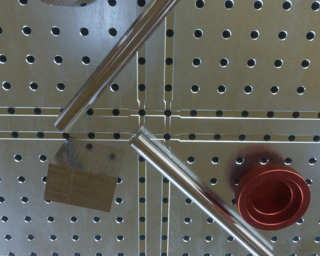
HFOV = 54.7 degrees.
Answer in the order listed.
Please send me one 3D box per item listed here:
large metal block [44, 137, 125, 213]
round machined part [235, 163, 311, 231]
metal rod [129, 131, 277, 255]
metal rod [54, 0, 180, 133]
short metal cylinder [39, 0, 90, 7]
[{"bbox_3d":[-0.095,0.058,0.404,0.081,0.080,0.050,13,110,-5],"label":"large metal block"},{"bbox_3d":[0.156,0.093,0.441,0.099,0.042,0.097,0,110,-1],"label":"round machined part"},{"bbox_3d":[0.072,0.113,0.456,0.025,0.025,0.300,-43,105,14],"label":"metal rod"},{"bbox_3d":[-0.031,-0.108,0.373,0.025,0.025,0.299,39,105,-14],"label":"metal rod"},{"bbox_3d":[-0.106,-0.174,0.334,0.081,0.050,0.079,0,110,-1],"label":"short metal cylinder"}]
